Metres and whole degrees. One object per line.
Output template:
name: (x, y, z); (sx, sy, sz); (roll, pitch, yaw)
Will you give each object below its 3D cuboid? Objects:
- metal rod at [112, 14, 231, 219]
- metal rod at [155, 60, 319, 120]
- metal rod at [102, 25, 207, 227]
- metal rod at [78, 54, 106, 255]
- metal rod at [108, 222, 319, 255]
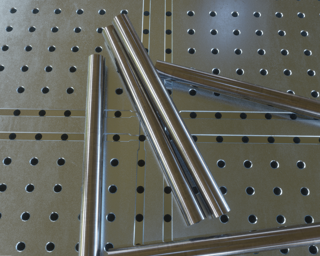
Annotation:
metal rod: (0.009, -0.025, 0.409); (0.025, 0.025, 0.299); (-25, 76, -9)
metal rod: (0.139, -0.046, 0.430); (0.301, 0.025, 0.025); (15, 71, 5)
metal rod: (-0.015, -0.016, 0.417); (0.025, 0.025, 0.299); (-22, 72, -8)
metal rod: (-0.085, 0.041, 0.395); (0.025, 0.025, 0.299); (-2, 70, -1)
metal rod: (0.092, 0.135, 0.363); (0.302, 0.025, 0.025); (-6, 70, -3)
